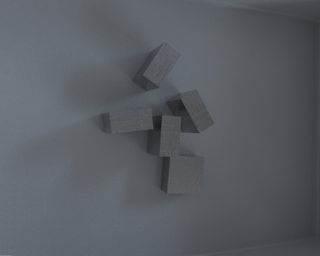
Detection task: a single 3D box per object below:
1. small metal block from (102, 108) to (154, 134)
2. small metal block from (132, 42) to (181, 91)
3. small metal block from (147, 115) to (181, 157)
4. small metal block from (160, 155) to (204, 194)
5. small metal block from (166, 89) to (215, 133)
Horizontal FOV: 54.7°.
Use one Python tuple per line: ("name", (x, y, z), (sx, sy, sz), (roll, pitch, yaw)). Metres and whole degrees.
("small metal block", (-0.041, -0.009, 0.383), (0.050, 0.050, 0.025), (-6, 93, -20))
("small metal block", (-0.006, -0.077, 0.396), (0.025, 0.050, 0.050), (35, 79, -17))
("small metal block", (0.004, 0.010, 0.400), (0.025, 0.050, 0.050), (4, 89, -20))
("small metal block", (0.031, 0.062, 0.423), (0.050, 0.025, 0.050), (5, 89, -21))
("small metal block", (0.039, -0.021, 0.413), (0.025, 0.050, 0.050), (-33, 101, -17))
